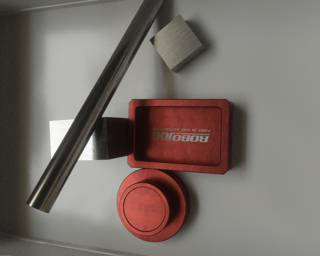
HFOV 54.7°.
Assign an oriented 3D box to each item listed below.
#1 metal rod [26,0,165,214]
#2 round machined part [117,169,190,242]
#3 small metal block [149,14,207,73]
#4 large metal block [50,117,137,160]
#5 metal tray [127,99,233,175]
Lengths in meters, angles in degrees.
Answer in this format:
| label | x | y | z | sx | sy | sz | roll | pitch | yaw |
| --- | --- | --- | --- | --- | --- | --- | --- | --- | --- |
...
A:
| label | x | y | z | sx | sy | sz | roll | pitch | yaw |
| --- | --- | --- | --- | --- | --- | --- | --- | --- | --- |
| metal rod | -0.065 | -0.046 | 0.364 | 0.025 | 0.025 | 0.300 | 18 | 69 | 19 |
| round machined part | -0.013 | 0.101 | 0.405 | 0.098 | 0.042 | 0.097 | 0 | 90 | 19 |
| small metal block | 0.023 | -0.108 | 0.402 | 0.050 | 0.025 | 0.050 | -37 | 79 | 16 |
| large metal block | -0.085 | 0.014 | 0.410 | 0.080 | 0.080 | 0.050 | -3 | 89 | 20 |
| metal tray | 0.025 | 0.009 | 0.398 | 0.130 | 0.030 | 0.089 | 2 | 91 | 19 |
